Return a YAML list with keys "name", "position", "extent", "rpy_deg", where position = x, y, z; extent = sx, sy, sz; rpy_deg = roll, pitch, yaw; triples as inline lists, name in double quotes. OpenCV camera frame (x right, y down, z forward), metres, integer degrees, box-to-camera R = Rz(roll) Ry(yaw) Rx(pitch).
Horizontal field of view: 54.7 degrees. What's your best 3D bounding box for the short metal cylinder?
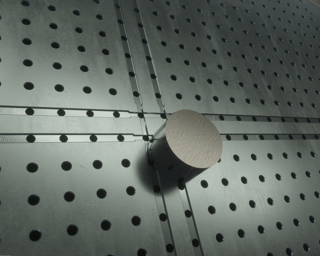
- name: "short metal cylinder"
  position: [0.032, 0.023, 0.397]
  extent: [0.081, 0.050, 0.080]
  rpy_deg: [14, 56, -21]
